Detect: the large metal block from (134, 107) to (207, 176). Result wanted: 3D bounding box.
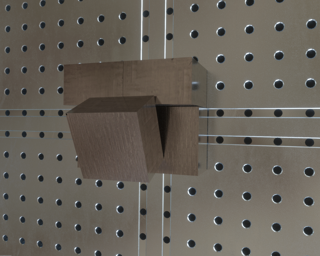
[{"bbox_3d":[0.015,0.014,0.391,0.080,0.050,0.079,1,90,19],"label":"large metal block"}]

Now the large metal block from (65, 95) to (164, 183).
[{"bbox_3d":[-0.047,0.011,0.344,0.080,0.050,0.079,0,114,19],"label":"large metal block"}]

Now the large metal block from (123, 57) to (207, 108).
[{"bbox_3d":[0.009,-0.051,0.378,0.080,0.080,0.050,1,91,19],"label":"large metal block"}]

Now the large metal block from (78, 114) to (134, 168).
[{"bbox_3d":[-0.062,0.013,0.418,0.080,0.050,0.079,1,90,19],"label":"large metal block"}]

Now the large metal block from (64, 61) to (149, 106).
[{"bbox_3d":[-0.067,-0.052,0.405,0.080,0.080,0.050,1,91,19],"label":"large metal block"}]
